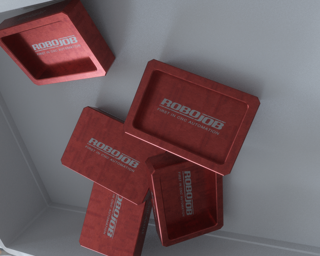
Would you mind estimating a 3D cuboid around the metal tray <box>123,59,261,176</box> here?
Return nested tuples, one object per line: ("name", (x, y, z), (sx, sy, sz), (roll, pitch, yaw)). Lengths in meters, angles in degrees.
("metal tray", (0.034, -0.014, 0.351), (0.130, 0.030, 0.090), (23, 96, 13))

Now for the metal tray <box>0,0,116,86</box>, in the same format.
("metal tray", (-0.133, -0.102, 0.390), (0.130, 0.030, 0.090), (-3, 139, 29))

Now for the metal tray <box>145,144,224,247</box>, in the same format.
("metal tray", (0.035, 0.089, 0.406), (0.091, 0.030, 0.129), (-14, 119, -12))

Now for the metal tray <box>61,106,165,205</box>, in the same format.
("metal tray", (-0.061, 0.036, 0.429), (0.130, 0.030, 0.090), (25, 94, 12))

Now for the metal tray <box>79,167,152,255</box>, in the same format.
("metal tray", (-0.061, 0.121, 0.463), (0.090, 0.030, 0.129), (11, 84, 22))
